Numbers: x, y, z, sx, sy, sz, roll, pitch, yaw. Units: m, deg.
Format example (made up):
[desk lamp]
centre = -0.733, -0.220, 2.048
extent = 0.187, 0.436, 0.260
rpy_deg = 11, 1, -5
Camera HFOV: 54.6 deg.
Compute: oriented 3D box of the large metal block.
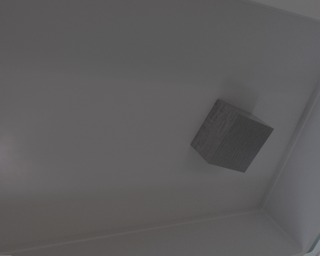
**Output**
[large metal block]
centre = 0.106, 0.013, 0.457
extent = 0.080, 0.050, 0.080
rpy_deg = 18, 109, -35
